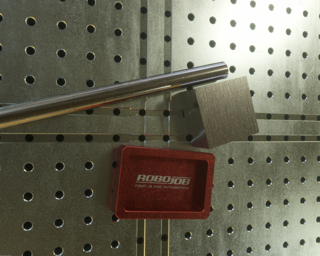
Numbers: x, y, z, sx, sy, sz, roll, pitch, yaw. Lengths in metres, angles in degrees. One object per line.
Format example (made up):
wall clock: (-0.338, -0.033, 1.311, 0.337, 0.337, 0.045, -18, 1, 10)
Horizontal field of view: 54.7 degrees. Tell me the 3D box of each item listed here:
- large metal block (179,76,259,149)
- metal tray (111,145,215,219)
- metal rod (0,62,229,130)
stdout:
large metal block: (0.081, -0.022, 0.431, 0.081, 0.050, 0.080, -16, 96, -20)
metal tray: (0.006, 0.073, 0.413, 0.131, 0.030, 0.089, 7, 88, -20)
metal rod: (-0.046, -0.047, 0.396, 0.302, 0.025, 0.025, -15, 96, -20)
